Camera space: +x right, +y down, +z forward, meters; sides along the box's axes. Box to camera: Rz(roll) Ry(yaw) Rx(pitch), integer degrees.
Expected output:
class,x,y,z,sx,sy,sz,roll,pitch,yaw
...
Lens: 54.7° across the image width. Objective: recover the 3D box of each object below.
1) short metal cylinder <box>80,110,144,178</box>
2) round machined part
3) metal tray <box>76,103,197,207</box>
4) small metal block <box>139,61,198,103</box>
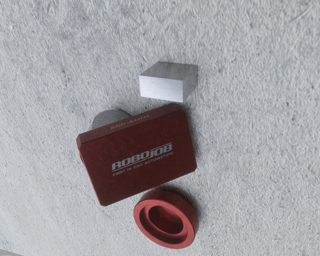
class,x,y,z,sx,sy,sz,roll,pitch,yaw
short metal cylinder,-0.061,0.022,0.415,0.080,0.080,0.050,39,129,1
round machined part,0.013,0.132,0.470,0.098,0.042,0.097,13,124,20
metal tray,-0.025,0.032,0.382,0.131,0.030,0.089,-20,116,-12
small metal block,0.011,-0.054,0.350,0.050,0.050,0.025,11,123,22
